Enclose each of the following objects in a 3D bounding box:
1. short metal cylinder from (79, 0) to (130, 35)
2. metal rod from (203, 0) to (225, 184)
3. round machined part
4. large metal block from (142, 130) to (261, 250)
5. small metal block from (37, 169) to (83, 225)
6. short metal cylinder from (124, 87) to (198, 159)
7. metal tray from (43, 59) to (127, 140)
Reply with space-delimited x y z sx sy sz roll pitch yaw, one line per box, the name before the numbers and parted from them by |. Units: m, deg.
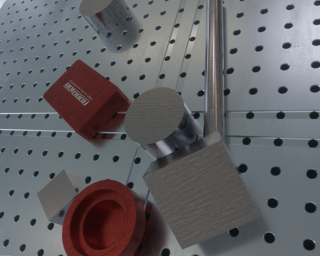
short metal cylinder | -0.103 -0.222 0.583 0.080 0.050 0.080 -13 56 21
metal rod | 0.073 -0.072 0.414 0.025 0.025 0.299 -8 58 24
round machined part | -0.060 0.113 0.359 0.098 0.042 0.098 -13 56 21
large metal block | 0.041 0.059 0.308 0.080 0.050 0.080 -27 95 11
small metal block | -0.132 0.093 0.420 0.050 0.025 0.050 -43 51 -2
short metal cylinder | 0.002 -0.005 0.394 0.080 0.050 0.080 -13 56 21
metal tray | -0.124 -0.049 0.501 0.090 0.030 0.130 -48 51 -6
